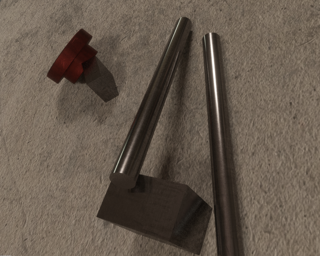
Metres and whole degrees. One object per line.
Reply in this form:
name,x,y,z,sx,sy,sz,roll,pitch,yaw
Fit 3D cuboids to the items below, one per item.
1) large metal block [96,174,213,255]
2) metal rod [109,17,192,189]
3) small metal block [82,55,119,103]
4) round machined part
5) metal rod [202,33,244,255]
large metal block,-0.002,0.086,0.316,0.080,0.080,0.050,7,66,31
metal rod,0.002,-0.057,0.383,0.025,0.025,0.300,-6,42,25
small metal block,-0.092,-0.076,0.481,0.025,0.050,0.050,-29,52,10
round machined part,-0.140,-0.112,0.513,0.098,0.042,0.098,-47,18,21
metal rod,0.070,0.002,0.365,0.025,0.025,0.299,-12,57,21
